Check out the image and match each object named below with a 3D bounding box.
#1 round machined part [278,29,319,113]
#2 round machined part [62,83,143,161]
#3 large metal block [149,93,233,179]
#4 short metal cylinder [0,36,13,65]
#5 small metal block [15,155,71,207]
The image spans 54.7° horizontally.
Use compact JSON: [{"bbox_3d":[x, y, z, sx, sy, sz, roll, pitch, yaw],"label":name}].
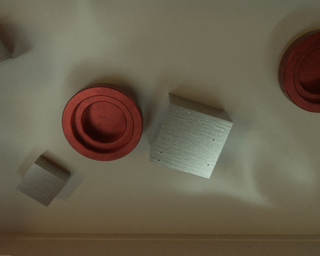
[{"bbox_3d":[0.193,-0.071,0.379,0.099,0.042,0.097,0,110,-1],"label":"round machined part"},{"bbox_3d":[-0.071,-0.010,0.398,0.099,0.042,0.097,0,110,-1],"label":"round machined part"},{"bbox_3d":[0.037,0.009,0.402,0.080,0.050,0.079,17,109,-7],"label":"large metal block"},{"bbox_3d":[-0.217,-0.085,0.348,0.080,0.080,0.050,-22,109,7],"label":"short metal cylinder"},{"bbox_3d":[-0.164,0.075,0.437,0.050,0.025,0.050,36,106,-13],"label":"small metal block"}]
